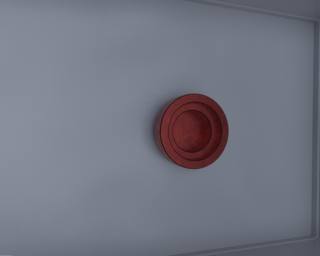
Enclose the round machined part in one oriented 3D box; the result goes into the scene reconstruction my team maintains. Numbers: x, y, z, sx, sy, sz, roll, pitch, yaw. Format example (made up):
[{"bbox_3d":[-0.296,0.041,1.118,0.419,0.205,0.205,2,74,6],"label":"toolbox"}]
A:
[{"bbox_3d":[0.039,0.004,0.417,0.099,0.042,0.097,0,90,-21],"label":"round machined part"}]
